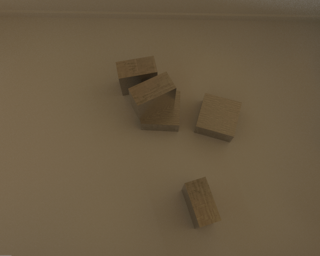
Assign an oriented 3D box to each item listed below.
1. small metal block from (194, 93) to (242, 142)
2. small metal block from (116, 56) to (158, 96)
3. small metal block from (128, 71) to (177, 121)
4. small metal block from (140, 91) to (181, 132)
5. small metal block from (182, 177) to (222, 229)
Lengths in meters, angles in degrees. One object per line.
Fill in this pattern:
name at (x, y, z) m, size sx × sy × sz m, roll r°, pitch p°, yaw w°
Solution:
small metal block at (0.077, -0.014, 0.416) m, size 0.050 × 0.025 × 0.050 m, roll 16°, pitch 71°, yaw 5°
small metal block at (-0.030, -0.070, 0.422) m, size 0.050 × 0.050 × 0.025 m, roll -11°, pitch 71°, yaw -4°
small metal block at (-0.009, -0.038, 0.384) m, size 0.050 × 0.050 × 0.025 m, roll -26°, pitch 73°, yaw -9°
small metal block at (0.001, -0.024, 0.418) m, size 0.050 × 0.025 × 0.050 m, roll 3°, pitch 70°, yaw 0°
small metal block at (0.047, 0.089, 0.364) m, size 0.025 × 0.050 × 0.050 m, roll -16°, pitch 71°, yaw -6°
